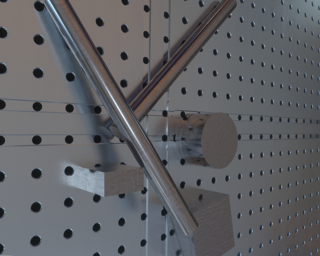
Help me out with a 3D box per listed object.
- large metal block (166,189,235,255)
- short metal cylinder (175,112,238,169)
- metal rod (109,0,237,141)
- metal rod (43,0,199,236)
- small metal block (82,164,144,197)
[{"bbox_3d":[0.059,0.142,0.445,0.081,0.050,0.079,-13,99,-40],"label":"large metal block"},{"bbox_3d":[0.069,0.018,0.453,0.081,0.050,0.079,0,90,-40],"label":"short metal cylinder"},{"bbox_3d":[0.032,-0.099,0.437,0.301,0.025,0.025,-52,121,-27],"label":"metal rod"},{"bbox_3d":[-0.037,-0.005,0.348,0.025,0.025,0.299,-37,103,-34],"label":"metal rod"},{"bbox_3d":[-0.054,0.057,0.350,0.050,0.050,0.025,0,91,-40],"label":"small metal block"}]
